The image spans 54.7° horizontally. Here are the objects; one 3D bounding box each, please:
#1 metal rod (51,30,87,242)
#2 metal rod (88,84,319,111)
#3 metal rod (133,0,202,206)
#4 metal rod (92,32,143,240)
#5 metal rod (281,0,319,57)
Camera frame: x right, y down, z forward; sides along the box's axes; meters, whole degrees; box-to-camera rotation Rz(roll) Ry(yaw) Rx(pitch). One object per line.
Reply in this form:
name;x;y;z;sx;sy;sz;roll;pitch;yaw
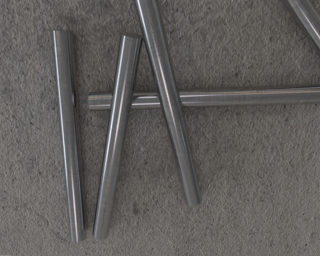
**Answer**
metal rod;-0.120;0.024;0.417;0.025;0.025;0.298;1;110;-1
metal rod;0.062;-0.039;0.395;0.302;0.025;0.025;-2;110;0
metal rod;0.015;-0.021;0.375;0.025;0.025;0.298;-13;120;4
metal rod;-0.060;0.030;0.400;0.025;0.025;0.298;11;117;-4
metal rod;0.166;-0.137;0.360;0.025;0.025;0.300;-40;106;13
